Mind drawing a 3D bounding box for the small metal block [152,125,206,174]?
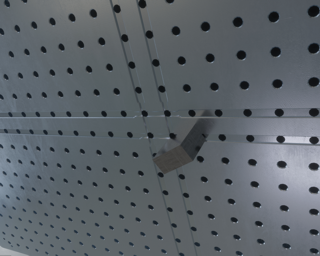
[{"bbox_3d":[0.025,0.028,0.399,0.050,0.050,0.025,-31,101,38],"label":"small metal block"}]
